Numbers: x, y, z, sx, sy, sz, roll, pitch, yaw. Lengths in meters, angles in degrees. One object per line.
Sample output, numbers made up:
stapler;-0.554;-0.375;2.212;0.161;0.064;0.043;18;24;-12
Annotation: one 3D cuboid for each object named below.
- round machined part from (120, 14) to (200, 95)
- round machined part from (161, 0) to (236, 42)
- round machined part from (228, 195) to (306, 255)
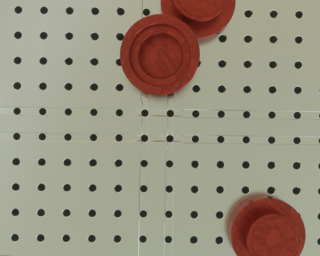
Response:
round machined part;0.001;-0.092;0.400;0.098;0.042;0.097;1;98;5
round machined part;0.050;-0.167;0.405;0.099;0.042;0.097;0;90;0
round machined part;0.142;0.141;0.406;0.099;0.042;0.097;0;90;0
